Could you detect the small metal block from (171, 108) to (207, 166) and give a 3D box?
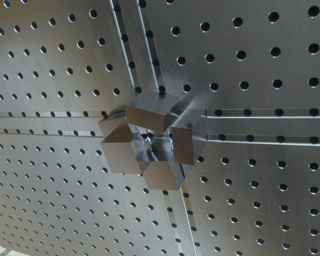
[{"bbox_3d":[0.037,0.010,0.382,0.025,0.050,0.050,8,122,24],"label":"small metal block"}]

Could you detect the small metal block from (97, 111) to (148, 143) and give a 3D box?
[{"bbox_3d":[-0.053,0.005,0.443,0.050,0.025,0.050,-11,113,33],"label":"small metal block"}]

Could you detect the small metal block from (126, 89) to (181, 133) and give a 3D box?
[{"bbox_3d":[-0.008,-0.022,0.386,0.050,0.050,0.025,16,125,19],"label":"small metal block"}]

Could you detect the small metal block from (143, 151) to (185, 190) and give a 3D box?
[{"bbox_3d":[0.002,0.062,0.449,0.050,0.025,0.050,-5,116,30],"label":"small metal block"}]

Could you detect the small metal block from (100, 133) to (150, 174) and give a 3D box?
[{"bbox_3d":[-0.048,0.035,0.426,0.050,0.025,0.050,-3,117,29],"label":"small metal block"}]
